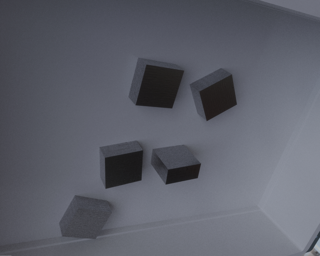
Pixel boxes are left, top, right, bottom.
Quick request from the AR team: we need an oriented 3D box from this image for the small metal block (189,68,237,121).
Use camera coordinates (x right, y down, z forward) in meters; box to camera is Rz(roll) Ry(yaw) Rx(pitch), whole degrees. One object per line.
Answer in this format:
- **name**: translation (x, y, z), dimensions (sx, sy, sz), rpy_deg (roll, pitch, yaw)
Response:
- **small metal block**: translation (0.073, -0.045, 0.420), dimensions (0.050, 0.025, 0.050), rpy_deg (-29, 128, -10)

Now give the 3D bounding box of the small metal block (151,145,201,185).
- **small metal block**: translation (0.021, 0.050, 0.435), dimensions (0.050, 0.050, 0.025), rpy_deg (-6, 121, -25)

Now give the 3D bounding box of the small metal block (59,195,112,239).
- **small metal block**: translation (-0.103, 0.124, 0.429), dimensions (0.050, 0.025, 0.050), rpy_deg (21, 107, -36)

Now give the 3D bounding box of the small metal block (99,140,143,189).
- **small metal block**: translation (-0.052, 0.048, 0.410), dimensions (0.050, 0.025, 0.050), rpy_deg (-10, 123, -23)

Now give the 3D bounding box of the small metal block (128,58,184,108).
- **small metal block**: translation (-0.005, -0.053, 0.373), dimensions (0.050, 0.025, 0.050), rpy_deg (3, 117, -30)
